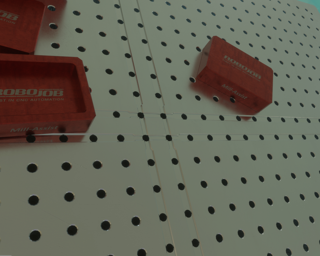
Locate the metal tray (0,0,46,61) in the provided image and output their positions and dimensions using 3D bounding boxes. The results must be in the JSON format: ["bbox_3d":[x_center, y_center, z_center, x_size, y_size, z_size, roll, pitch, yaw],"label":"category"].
[{"bbox_3d":[-0.213,-0.131,0.370,0.131,0.030,0.090,12,57,-22],"label":"metal tray"}]

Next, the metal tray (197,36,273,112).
[{"bbox_3d":[0.134,-0.094,0.537,0.131,0.030,0.090,26,52,-12],"label":"metal tray"}]

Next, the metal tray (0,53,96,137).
[{"bbox_3d":[-0.147,-0.038,0.349,0.131,0.030,0.090,-5,64,-31],"label":"metal tray"}]
